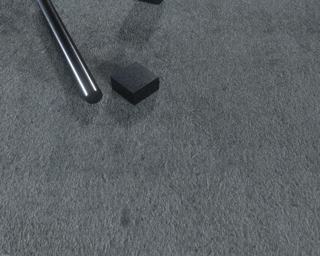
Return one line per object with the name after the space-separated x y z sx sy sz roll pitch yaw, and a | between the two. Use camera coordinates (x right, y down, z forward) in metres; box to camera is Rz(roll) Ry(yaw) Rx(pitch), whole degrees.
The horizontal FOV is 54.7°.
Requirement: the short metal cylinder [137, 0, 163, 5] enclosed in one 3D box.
-0.020 -0.291 0.612 0.050 0.080 0.080 19 53 15 | short metal cylinder

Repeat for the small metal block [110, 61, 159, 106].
-0.037 -0.067 0.459 0.050 0.025 0.050 37 59 27 | small metal block

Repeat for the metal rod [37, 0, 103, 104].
-0.161 -0.146 0.523 0.025 0.025 0.300 -21 53 -17 | metal rod
